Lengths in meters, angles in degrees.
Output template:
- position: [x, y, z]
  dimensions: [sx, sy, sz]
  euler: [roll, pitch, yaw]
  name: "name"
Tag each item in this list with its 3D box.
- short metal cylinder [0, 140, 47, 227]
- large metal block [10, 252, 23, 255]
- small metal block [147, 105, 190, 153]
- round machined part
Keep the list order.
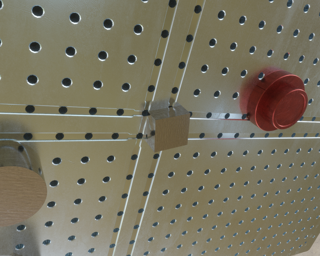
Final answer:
- position: [-0.170, 0.061, 0.340]
  dimensions: [0.081, 0.050, 0.079]
  euler: [-14, 125, -21]
  name: "short metal cylinder"
- position: [-0.200, 0.230, 0.410]
  dimensions: [0.080, 0.080, 0.050]
  euler: [-43, 130, 1]
  name: "large metal block"
- position: [0.011, 0.001, 0.420]
  dimensions: [0.050, 0.025, 0.050]
  euler: [-12, 124, -23]
  name: "small metal block"
- position: [0.189, -0.037, 0.484]
  dimensions: [0.099, 0.042, 0.097]
  euler: [-14, 125, -21]
  name: "round machined part"
